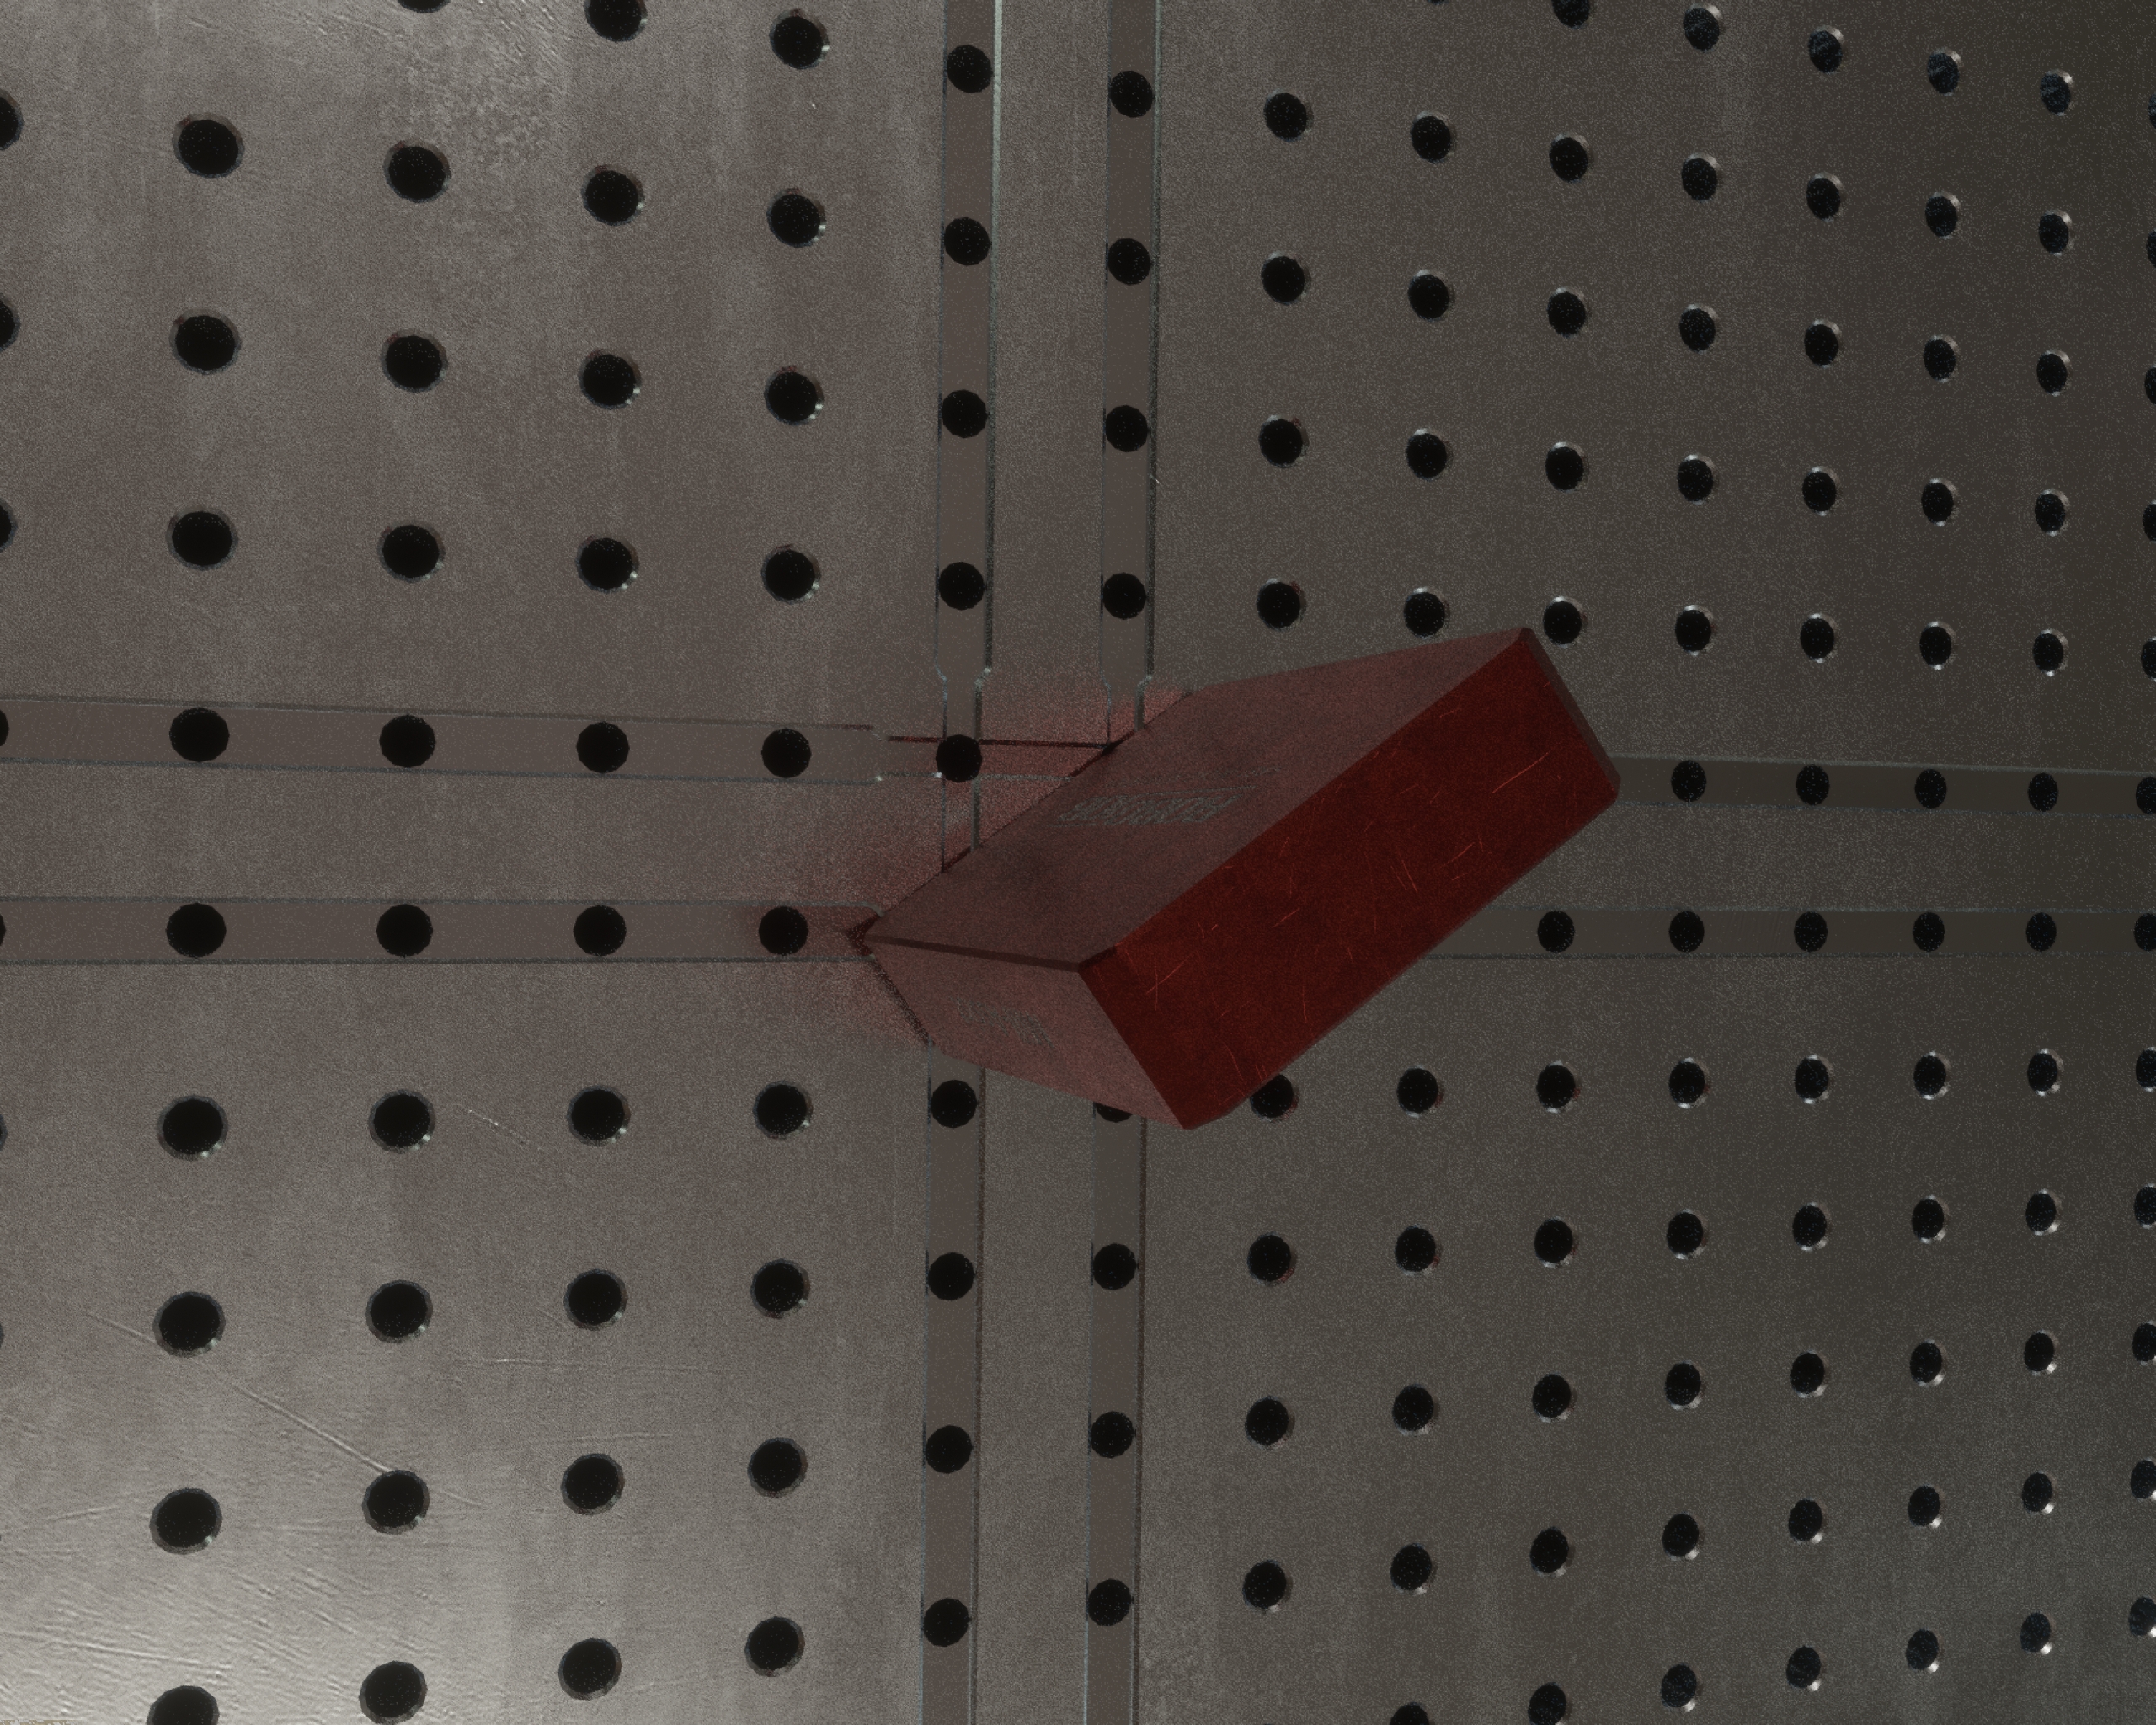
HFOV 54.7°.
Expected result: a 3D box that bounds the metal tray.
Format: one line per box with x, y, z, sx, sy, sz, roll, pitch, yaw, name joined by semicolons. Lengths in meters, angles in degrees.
0.022;0.001;0.366;0.090;0.130;0.030;-36;102;-17;metal tray
